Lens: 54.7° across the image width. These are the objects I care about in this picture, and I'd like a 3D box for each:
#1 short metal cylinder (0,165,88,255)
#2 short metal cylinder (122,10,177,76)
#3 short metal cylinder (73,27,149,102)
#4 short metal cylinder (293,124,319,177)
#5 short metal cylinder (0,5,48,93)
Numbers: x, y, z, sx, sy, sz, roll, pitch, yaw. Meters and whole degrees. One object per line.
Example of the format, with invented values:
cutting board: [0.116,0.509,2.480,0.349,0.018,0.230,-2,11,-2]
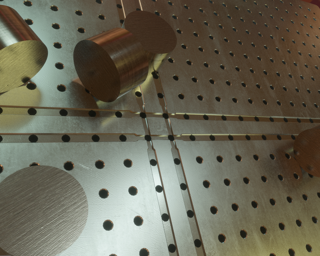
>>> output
short metal cylinder: [-0.112,0.081,0.283,0.081,0.050,0.080,14,56,-21]
short metal cylinder: [-0.022,-0.124,0.456,0.081,0.050,0.080,14,56,-21]
short metal cylinder: [-0.061,-0.079,0.388,0.080,0.080,0.050,47,51,5]
short metal cylinder: [0.265,0.033,0.494,0.050,0.080,0.080,-16,71,-35]
short metal cylinder: [-0.170,-0.082,0.331,0.050,0.080,0.081,50,51,6]
